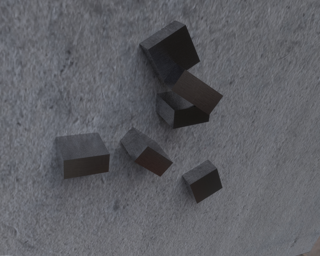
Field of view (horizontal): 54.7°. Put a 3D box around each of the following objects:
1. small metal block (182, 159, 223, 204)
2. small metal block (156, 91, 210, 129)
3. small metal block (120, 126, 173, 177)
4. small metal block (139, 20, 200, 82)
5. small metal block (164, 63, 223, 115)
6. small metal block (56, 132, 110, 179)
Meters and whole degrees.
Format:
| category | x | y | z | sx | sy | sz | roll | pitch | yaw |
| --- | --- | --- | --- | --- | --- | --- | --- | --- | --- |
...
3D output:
| category | x | y | z | sx | sy | sz | roll | pitch | yaw |
| --- | --- | --- | --- | --- | --- | --- | --- | --- | --- |
| small metal block | 0.069 | 0.087 | 0.501 | 0.050 | 0.025 | 0.050 | -30 | 129 | -10 |
| small metal block | 0.028 | -0.026 | 0.392 | 0.050 | 0.050 | 0.025 | -11 | 124 | -23 |
| small metal block | -0.018 | 0.030 | 0.401 | 0.025 | 0.050 | 0.050 | -49 | 129 | 6 |
| small metal block | 0.012 | -0.088 | 0.361 | 0.050 | 0.025 | 0.050 | -35 | 129 | -5 |
| small metal block | 0.035 | -0.044 | 0.342 | 0.050 | 0.050 | 0.025 | 31 | 102 | -17 |
| small metal block | -0.091 | 0.031 | 0.361 | 0.050 | 0.050 | 0.025 | -6 | 121 | -26 |
